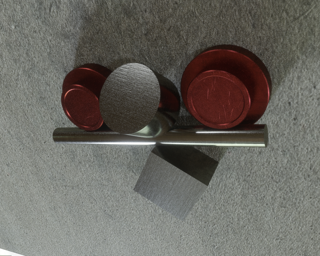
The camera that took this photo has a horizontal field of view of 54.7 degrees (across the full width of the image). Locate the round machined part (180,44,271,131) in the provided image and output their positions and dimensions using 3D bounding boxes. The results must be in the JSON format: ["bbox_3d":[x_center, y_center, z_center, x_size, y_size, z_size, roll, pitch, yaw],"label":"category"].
[{"bbox_3d":[0.068,-0.037,0.339,0.098,0.042,0.097,13,124,21],"label":"round machined part"}]

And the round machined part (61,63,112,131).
[{"bbox_3d":[-0.095,-0.035,0.425,0.098,0.042,0.097,13,124,21],"label":"round machined part"}]

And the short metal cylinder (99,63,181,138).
[{"bbox_3d":[-0.023,-0.030,0.362,0.080,0.050,0.080,-4,81,28],"label":"short metal cylinder"}]

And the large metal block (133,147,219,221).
[{"bbox_3d":[0.020,0.066,0.419,0.080,0.050,0.079,31,128,8],"label":"large metal block"}]

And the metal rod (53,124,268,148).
[{"bbox_3d":[-0.020,0.010,0.398,0.300,0.025,0.025,-1,118,28],"label":"metal rod"}]
